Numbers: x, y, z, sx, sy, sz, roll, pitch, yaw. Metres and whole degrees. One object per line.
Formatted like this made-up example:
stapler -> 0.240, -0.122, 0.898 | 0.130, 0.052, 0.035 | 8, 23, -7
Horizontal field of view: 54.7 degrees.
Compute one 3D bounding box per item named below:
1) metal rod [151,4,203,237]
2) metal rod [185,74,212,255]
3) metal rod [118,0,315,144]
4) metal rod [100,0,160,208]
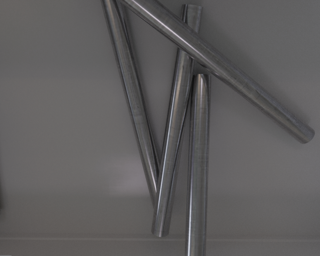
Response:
metal rod -> 0.019, 0.002, 0.396 | 0.025, 0.025, 0.298 | 7, 104, -3
metal rod -> 0.045, 0.084, 0.375 | 0.025, 0.025, 0.298 | 3, 84, -1
metal rod -> 0.079, -0.066, 0.364 | 0.301, 0.025, 0.025 | 33, 107, -21
metal rod -> -0.028, -0.023, 0.402 | 0.025, 0.025, 0.298 | -11, 110, 4
